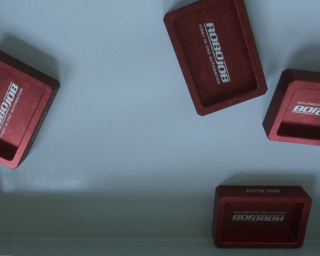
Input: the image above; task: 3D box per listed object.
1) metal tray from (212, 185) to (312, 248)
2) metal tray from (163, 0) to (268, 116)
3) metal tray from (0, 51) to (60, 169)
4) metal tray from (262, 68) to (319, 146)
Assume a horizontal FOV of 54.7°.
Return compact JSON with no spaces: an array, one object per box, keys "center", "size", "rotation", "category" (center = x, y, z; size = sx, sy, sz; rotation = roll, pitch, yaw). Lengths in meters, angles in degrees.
[{"center":[0.147,0.132,0.458],"size":[0.131,0.030,0.089],"rotation":[1,110,-1],"category":"metal tray"},{"center":[0.067,-0.089,0.376],"size":[0.090,0.030,0.129],"rotation":[-20,109,7],"category":"metal tray"},{"center":[-0.199,-0.022,0.398],"size":[0.090,0.030,0.129],"rotation":[28,108,-10],"category":"metal tray"},{"center":[0.208,-0.021,0.389],"size":[0.131,0.030,0.089],"rotation":[6,126,-3],"category":"metal tray"}]
